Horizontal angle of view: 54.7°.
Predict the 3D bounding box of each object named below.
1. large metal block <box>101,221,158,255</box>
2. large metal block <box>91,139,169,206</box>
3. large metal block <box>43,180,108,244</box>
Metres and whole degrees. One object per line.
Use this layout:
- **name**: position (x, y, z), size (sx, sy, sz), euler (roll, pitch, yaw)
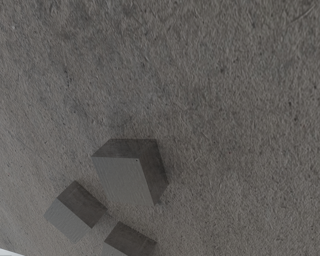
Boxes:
- **large metal block**: position (-0.059, 0.230, 0.564), size (0.080, 0.050, 0.079), euler (25, 127, 12)
- **large metal block**: position (-0.042, 0.063, 0.452), size (0.080, 0.050, 0.080), euler (-1, 118, 28)
- **large metal block**: position (-0.156, 0.156, 0.569), size (0.080, 0.050, 0.080), euler (42, 129, -1)
